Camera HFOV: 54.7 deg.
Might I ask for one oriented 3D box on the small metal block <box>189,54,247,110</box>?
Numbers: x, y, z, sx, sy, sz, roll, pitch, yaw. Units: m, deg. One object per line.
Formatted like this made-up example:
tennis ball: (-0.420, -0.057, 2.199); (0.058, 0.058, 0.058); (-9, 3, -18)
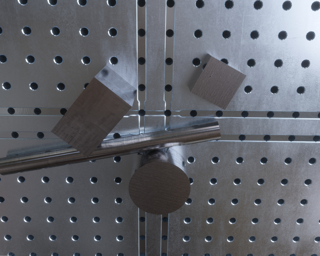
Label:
small metal block: (0.072, -0.059, 0.393); (0.050, 0.025, 0.050); (26, 108, -10)

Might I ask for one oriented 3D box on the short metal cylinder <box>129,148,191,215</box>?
short metal cylinder: (-0.001, 0.071, 0.426); (0.081, 0.050, 0.079); (0, 110, -1)

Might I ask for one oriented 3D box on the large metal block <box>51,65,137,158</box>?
large metal block: (-0.075, -0.023, 0.374); (0.050, 0.080, 0.080); (39, 105, -13)

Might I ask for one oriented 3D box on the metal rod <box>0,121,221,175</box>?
metal rod: (-0.070, 0.028, 0.422); (0.302, 0.025, 0.025); (-10, 110, 3)
